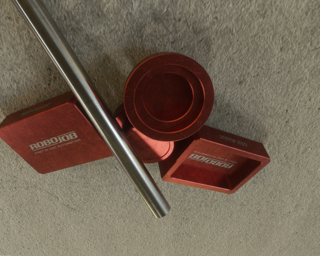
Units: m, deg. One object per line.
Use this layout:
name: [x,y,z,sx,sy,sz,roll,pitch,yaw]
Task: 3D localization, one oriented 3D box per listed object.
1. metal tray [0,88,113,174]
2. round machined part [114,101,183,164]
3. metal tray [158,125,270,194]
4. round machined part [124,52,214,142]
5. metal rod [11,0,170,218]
metal tray: [-0.130,0.009,0.398,0.130,0.030,0.090,-16,126,24]
round machined part: [-0.016,0.009,0.405,0.099,0.042,0.097,0,130,0]
metal tray: [0.075,0.047,0.432,0.131,0.030,0.089,16,129,-27]
round machined part: [0.008,-0.037,0.352,0.099,0.042,0.097,-2,109,-6]
metal rod: [-0.065,-0.009,0.357,0.025,0.025,0.299,-22,114,17]
